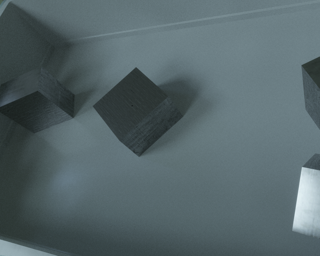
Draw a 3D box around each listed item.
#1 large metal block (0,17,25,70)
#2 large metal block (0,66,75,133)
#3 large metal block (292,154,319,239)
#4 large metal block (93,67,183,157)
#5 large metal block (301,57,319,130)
[{"bbox_3d":[-0.352,-0.182,0.666,0.050,0.080,0.080,-6,59,25],"label":"large metal block"},{"bbox_3d":[-0.197,-0.042,0.497,0.080,0.080,0.050,-19,55,17],"label":"large metal block"},{"bbox_3d":[0.158,0.057,0.244,0.080,0.080,0.050,10,98,32],"label":"large metal block"},{"bbox_3d":[-0.030,-0.023,0.418,0.080,0.050,0.080,-42,51,-1],"label":"large metal block"},{"bbox_3d":[0.189,-0.037,0.294,0.080,0.080,0.050,-26,53,12],"label":"large metal block"}]
